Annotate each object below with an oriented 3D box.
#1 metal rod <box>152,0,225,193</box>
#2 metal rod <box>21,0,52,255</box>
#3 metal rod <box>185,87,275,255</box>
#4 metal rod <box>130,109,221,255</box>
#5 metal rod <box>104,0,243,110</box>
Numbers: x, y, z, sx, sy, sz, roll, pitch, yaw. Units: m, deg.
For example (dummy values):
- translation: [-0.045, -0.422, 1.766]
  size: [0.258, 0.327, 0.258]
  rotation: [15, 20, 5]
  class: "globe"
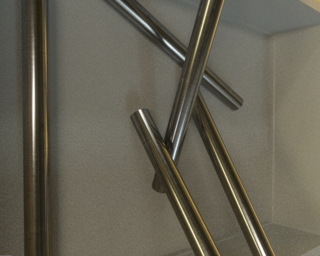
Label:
- translation: [0.035, -0.055, 0.359]
  size: [0.025, 0.025, 0.298]
  rotation: [-5, 118, -40]
  class: "metal rod"
- translation: [-0.121, 0.011, 0.305]
  size: [0.025, 0.025, 0.298]
  rotation: [-1, 91, -40]
  class: "metal rod"
- translation: [0.092, 0.069, 0.402]
  size: [0.025, 0.025, 0.299]
  rotation: [-8, 69, -40]
  class: "metal rod"
- translation: [0.038, 0.109, 0.341]
  size: [0.025, 0.025, 0.299]
  rotation: [-10, 65, -40]
  class: "metal rod"
- translation: [0.025, -0.106, 0.428]
  size: [0.301, 0.025, 0.025]
  rotation: [33, 70, -36]
  class: "metal rod"
